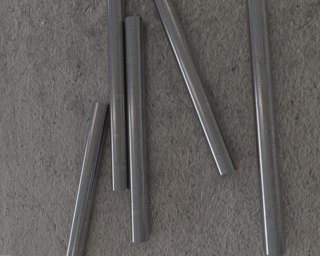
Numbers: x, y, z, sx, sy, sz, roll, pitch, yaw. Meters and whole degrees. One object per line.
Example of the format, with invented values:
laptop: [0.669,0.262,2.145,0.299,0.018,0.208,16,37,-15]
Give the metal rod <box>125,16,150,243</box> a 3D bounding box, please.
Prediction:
metal rod: [-0.031,0.001,0.419,0.025,0.025,0.298,-2,89,20]

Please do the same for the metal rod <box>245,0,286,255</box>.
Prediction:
metal rod: [0.124,-0.004,0.364,0.025,0.025,0.298,-4,89,20]

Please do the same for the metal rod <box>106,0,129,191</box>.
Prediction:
metal rod: [-0.058,-0.065,0.429,0.025,0.025,0.298,-2,89,20]

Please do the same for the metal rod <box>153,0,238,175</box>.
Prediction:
metal rod: [0.033,-0.086,0.397,0.025,0.025,0.299,-22,83,18]

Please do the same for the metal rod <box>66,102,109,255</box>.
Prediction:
metal rod: [-0.111,0.111,0.447,0.025,0.025,0.298,12,94,19]
